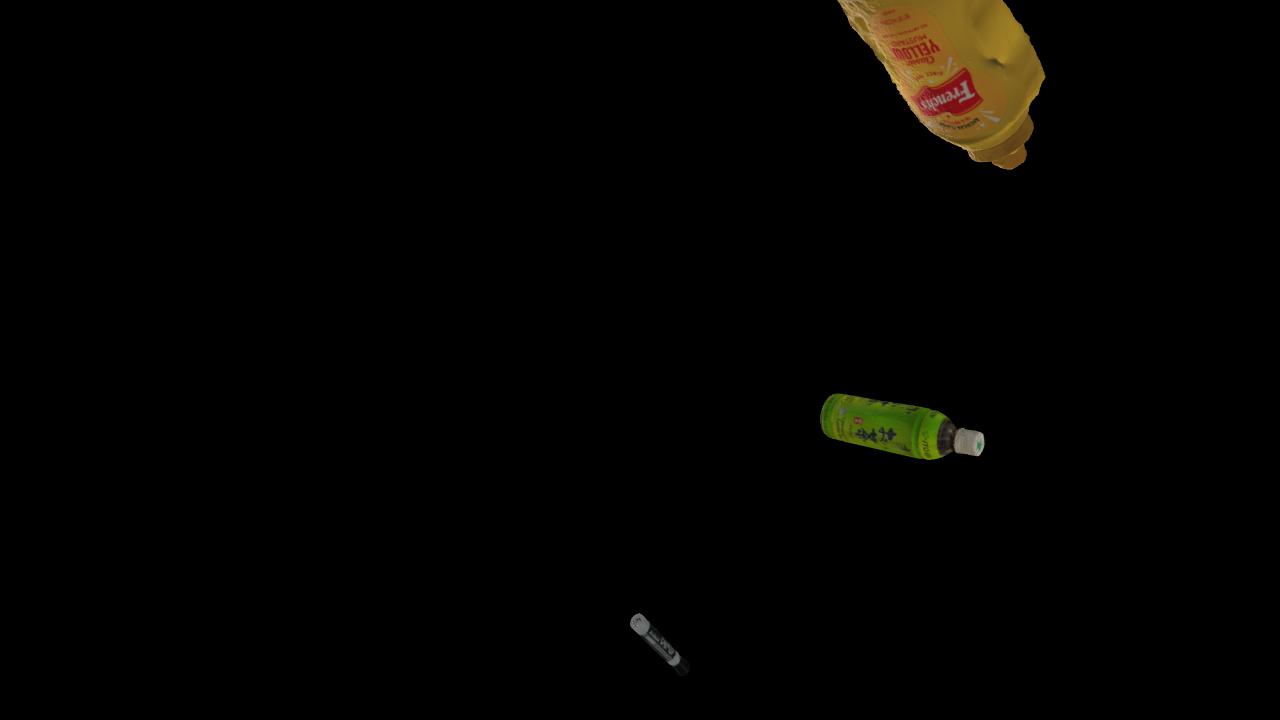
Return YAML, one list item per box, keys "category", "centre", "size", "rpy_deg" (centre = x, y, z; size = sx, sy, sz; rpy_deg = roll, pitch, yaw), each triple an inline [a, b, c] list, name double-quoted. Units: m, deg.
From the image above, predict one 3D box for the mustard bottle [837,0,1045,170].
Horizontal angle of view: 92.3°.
- category: "mustard bottle"
  centre: [0.211, -0.194, 0.405]
  size: [0.184, 0.054, 0.092]
  rpy_deg: [38, -11, -29]

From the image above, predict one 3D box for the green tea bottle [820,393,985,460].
- category: "green tea bottle"
  centre: [0.355, 0.094, 0.843]
  size: [0.073, 0.073, 0.212]
  rpy_deg: [0, 5, -41]

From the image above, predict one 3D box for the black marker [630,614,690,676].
- category: "black marker"
  centre: [0.027, 0.345, 0.740]
  size: [0.020, 0.121, 0.020]
  rpy_deg: [-26, 30, 16]
